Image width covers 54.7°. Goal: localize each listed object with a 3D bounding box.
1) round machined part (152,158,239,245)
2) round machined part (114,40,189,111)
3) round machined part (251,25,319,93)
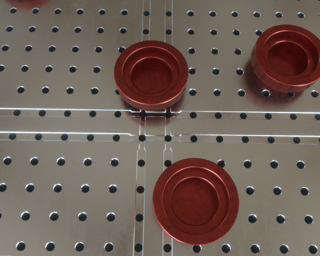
[{"bbox_3d":[0.041,0.088,0.371,0.099,0.042,0.098,0,70,-1],"label":"round machined part"},{"bbox_3d":[-0.012,-0.068,0.427,0.099,0.042,0.098,0,70,-1],"label":"round machined part"},{"bbox_3d":[0.178,-0.094,0.439,0.099,0.042,0.098,0,70,-1],"label":"round machined part"}]
